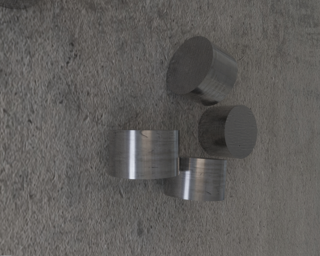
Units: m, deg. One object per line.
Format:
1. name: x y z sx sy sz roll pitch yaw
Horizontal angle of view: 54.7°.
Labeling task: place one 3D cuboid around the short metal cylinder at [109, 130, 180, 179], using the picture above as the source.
1. short metal cylinder: -0.018 0.027 0.354 0.081 0.080 0.050 0 90 -40

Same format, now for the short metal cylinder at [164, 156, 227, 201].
1. short metal cylinder: 0.047 0.064 0.408 0.081 0.080 0.050 7 86 -40

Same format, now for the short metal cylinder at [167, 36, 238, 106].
1. short metal cylinder: 0.055 -0.075 0.415 0.050 0.080 0.080 20 78 -39

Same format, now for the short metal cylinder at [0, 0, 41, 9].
1. short metal cylinder: -0.131 -0.155 0.278 0.081 0.050 0.080 0 90 -40

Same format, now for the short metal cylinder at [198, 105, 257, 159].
1. short metal cylinder: 0.105 0.005 0.476 0.081 0.050 0.080 0 90 -40
